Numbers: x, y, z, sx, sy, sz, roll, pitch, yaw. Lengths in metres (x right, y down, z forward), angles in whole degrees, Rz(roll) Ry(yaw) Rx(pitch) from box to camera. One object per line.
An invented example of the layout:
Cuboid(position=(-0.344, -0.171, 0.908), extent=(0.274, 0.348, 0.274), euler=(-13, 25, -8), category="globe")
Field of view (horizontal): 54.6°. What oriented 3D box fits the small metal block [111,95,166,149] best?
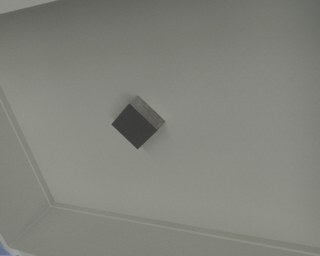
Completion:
Cuboid(position=(-0.030, -0.007, 0.421), extent=(0.050, 0.025, 0.050), euler=(44, 129, -3), category="small metal block")
